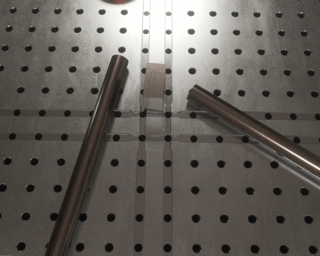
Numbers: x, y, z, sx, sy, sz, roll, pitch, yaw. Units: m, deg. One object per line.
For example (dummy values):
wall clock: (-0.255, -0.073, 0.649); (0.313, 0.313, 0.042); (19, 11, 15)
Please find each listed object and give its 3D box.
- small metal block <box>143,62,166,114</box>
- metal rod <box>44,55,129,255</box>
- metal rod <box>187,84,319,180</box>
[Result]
small metal block: (-0.007, -0.053, 0.418); (0.025, 0.050, 0.050); (5, 70, 1)
metal rod: (-0.092, 0.038, 0.396); (0.025, 0.025, 0.299); (13, 70, 4)
metal rod: (0.168, 0.029, 0.403); (0.301, 0.025, 0.025); (32, 73, 11)
